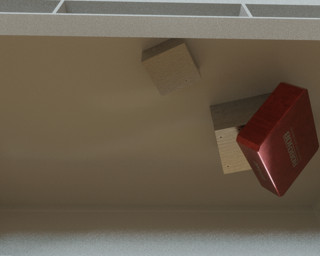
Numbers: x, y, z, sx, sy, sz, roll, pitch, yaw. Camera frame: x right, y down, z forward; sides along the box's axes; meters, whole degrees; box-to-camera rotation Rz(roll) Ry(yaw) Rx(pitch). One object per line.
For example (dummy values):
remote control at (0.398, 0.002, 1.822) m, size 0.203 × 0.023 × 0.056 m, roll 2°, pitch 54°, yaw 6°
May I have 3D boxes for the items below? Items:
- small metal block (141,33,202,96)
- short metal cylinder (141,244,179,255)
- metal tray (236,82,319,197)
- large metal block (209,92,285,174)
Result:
small metal block at (0.013, -0.070, 0.350) m, size 0.050 × 0.025 × 0.050 m, roll -21°, pitch 128°, yaw 16°
short metal cylinder at (0.000, 0.281, 0.635) m, size 0.081 × 0.050 × 0.079 m, roll 0°, pitch 130°, yaw 0°
metal tray at (0.149, 0.019, 0.378) m, size 0.090 × 0.030 × 0.130 m, roll -49°, pitch 135°, yaw -9°
large metal block at (0.114, 0.008, 0.402) m, size 0.080 × 0.050 × 0.080 m, roll -12°, pitch 129°, yaw 9°
